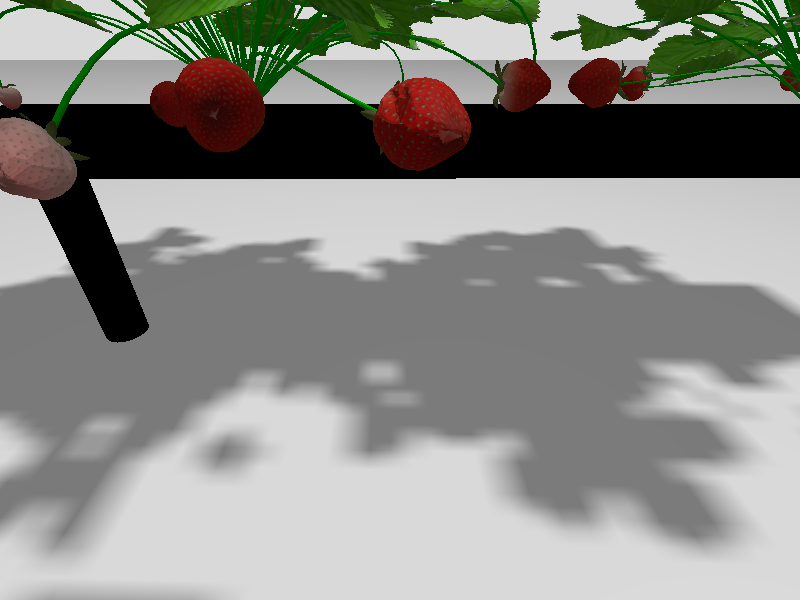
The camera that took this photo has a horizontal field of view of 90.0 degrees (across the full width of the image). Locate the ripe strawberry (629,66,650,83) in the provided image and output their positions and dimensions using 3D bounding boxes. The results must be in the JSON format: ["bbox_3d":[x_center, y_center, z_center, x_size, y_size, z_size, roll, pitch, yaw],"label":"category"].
[{"bbox_3d":[0.290,-0.271,0.488,0.027,0.024,0.024,-6,19,-9],"label":"ripe strawberry"}]

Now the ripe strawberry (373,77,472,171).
[{"bbox_3d":[0.010,-0.066,0.153,0.038,0.034,0.034,-21,38,-29],"label":"ripe strawberry"}]

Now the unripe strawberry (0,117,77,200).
[{"bbox_3d":[-0.118,-0.043,0.126,0.022,0.024,0.025,0,-43,0],"label":"unripe strawberry"}]

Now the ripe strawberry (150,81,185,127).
[{"bbox_3d":[-0.144,-0.122,0.250,0.023,0.026,0.025,10,34,15],"label":"ripe strawberry"}]

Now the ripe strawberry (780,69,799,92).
[{"bbox_3d":[0.446,-0.249,0.442,0.038,0.033,0.038,22,38,30],"label":"ripe strawberry"}]

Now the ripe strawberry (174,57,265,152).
[{"bbox_3d":[-0.086,-0.092,0.193,0.040,0.042,0.043,-7,34,-12],"label":"ripe strawberry"}]

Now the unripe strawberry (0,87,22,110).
[{"bbox_3d":[-0.308,-0.160,0.316,0.017,0.016,0.015,0,32,1],"label":"unripe strawberry"}]

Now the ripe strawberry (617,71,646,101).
[{"bbox_3d":[0.215,-0.199,0.373,0.025,0.024,0.027,18,36,27],"label":"ripe strawberry"}]

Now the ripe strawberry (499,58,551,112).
[{"bbox_3d":[0.095,-0.162,0.303,0.037,0.036,0.040,1,32,1],"label":"ripe strawberry"}]

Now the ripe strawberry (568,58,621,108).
[{"bbox_3d":[0.158,-0.178,0.328,0.036,0.036,0.040,3,32,6],"label":"ripe strawberry"}]
